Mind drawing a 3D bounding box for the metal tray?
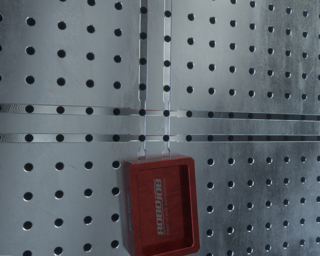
[{"bbox_3d":[0.003,0.105,0.412,0.091,0.030,0.129,-5,92,-20],"label":"metal tray"}]
